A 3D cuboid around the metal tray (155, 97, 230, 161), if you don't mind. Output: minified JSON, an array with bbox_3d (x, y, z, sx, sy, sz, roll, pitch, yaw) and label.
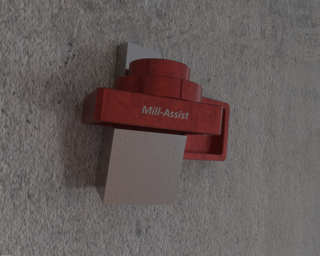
[{"bbox_3d":[0.046,0.000,0.444,0.131,0.030,0.089,8,85,-40],"label":"metal tray"}]

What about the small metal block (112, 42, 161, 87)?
[{"bbox_3d":[-0.028,-0.073,0.385,0.050,0.025,0.050,8,85,-40],"label":"small metal block"}]

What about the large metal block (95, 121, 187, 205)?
[{"bbox_3d":[-0.023,0.038,0.348,0.081,0.050,0.079,6,99,-22],"label":"large metal block"}]

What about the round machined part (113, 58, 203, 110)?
[{"bbox_3d":[-0.002,-0.048,0.345,0.099,0.098,0.042,8,85,-40],"label":"round machined part"}]

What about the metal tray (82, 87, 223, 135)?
[{"bbox_3d":[-0.011,-0.014,0.334,0.131,0.090,0.030,7,86,-22],"label":"metal tray"}]
